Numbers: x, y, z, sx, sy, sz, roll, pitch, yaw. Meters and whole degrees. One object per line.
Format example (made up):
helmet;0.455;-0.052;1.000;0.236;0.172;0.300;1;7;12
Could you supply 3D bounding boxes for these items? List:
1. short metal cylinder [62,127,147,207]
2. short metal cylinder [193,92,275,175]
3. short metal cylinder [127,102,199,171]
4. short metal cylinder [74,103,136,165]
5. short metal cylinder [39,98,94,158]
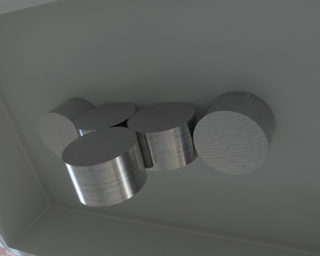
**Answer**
short metal cylinder;-0.059;0.039;0.338;0.080;0.080;0.050;2;119;27
short metal cylinder;0.084;0.005;0.349;0.080;0.050;0.079;13;124;21
short metal cylinder;0.006;0.008;0.373;0.080;0.080;0.050;2;119;27
short metal cylinder;-0.066;0.006;0.409;0.080;0.080;0.050;2;119;27
short metal cylinder;-0.130;0.002;0.460;0.080;0.050;0.079;13;124;21
